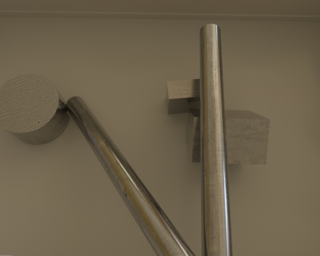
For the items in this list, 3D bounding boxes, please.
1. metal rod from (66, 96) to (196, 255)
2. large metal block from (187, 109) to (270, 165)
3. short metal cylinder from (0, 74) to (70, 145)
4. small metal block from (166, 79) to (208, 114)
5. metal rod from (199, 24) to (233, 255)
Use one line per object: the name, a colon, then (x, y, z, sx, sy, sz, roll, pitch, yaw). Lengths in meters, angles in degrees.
metal rod: (-0.041, 0.045, 0.318, 0.025, 0.025, 0.300, -33, 45, -11)
large metal block: (0.076, 0.007, 0.371, 0.081, 0.080, 0.050, 2, 100, 0)
short metal cylinder: (-0.165, -0.023, 0.403, 0.081, 0.050, 0.080, 0, 70, 0)
small metal block: (0.035, -0.041, 0.412, 0.050, 0.050, 0.025, -5, 70, -2)
metal rod: (0.052, 0.016, 0.298, 0.025, 0.025, 0.299, 3, 61, 1)
